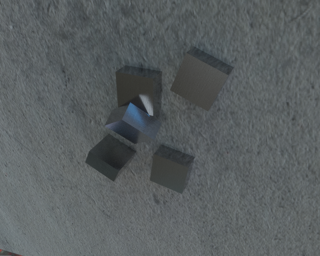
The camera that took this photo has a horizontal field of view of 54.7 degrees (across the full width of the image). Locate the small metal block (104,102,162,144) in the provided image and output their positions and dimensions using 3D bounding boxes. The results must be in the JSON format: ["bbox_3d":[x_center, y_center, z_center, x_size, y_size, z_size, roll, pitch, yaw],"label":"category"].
[{"bbox_3d":[-0.035,-0.005,0.400,0.050,0.025,0.050,34,155,-25],"label":"small metal block"}]

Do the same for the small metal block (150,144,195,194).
[{"bbox_3d":[0.016,0.057,0.432,0.050,0.025,0.050,20,126,15],"label":"small metal block"}]

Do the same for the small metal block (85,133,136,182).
[{"bbox_3d":[-0.071,0.042,0.453,0.050,0.050,0.025,33,129,6],"label":"small metal block"}]

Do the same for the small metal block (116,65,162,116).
[{"bbox_3d":[-0.026,-0.048,0.390,0.050,0.025,0.050,14,124,20],"label":"small metal block"}]

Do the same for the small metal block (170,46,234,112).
[{"bbox_3d":[0.046,-0.055,0.348,0.050,0.025,0.050,30,128,8],"label":"small metal block"}]
